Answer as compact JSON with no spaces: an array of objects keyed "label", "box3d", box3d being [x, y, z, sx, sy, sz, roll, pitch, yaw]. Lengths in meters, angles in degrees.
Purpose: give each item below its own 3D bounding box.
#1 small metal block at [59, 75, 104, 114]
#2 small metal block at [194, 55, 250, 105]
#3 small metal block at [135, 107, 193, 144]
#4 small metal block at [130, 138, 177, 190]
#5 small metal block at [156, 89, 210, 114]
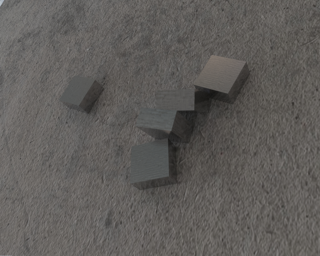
[{"label":"small metal block","box3d":[-0.128,-0.055,0.505,0.050,0.025,0.050,16,70,34]},{"label":"small metal block","box3d":[0.080,-0.063,0.401,0.050,0.025,0.050,21,73,36]},{"label":"small metal block","box3d":[0.006,-0.003,0.384,0.050,0.050,0.025,7,74,31]},{"label":"small metal block","box3d":[-0.008,0.045,0.380,0.050,0.025,0.050,-14,56,20]},{"label":"small metal block","box3d":[0.030,-0.032,0.388,0.050,0.050,0.025,1,89,28]}]
